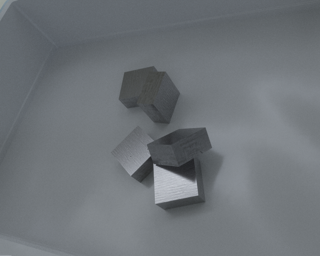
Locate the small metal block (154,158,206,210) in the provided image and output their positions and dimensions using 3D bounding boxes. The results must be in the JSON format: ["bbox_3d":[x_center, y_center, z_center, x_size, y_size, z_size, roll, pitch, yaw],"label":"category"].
[{"bbox_3d":[0.021,0.062,0.356,0.050,0.025,0.050,-16,55,19],"label":"small metal block"}]

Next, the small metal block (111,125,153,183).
[{"bbox_3d":[-0.027,0.033,0.400,0.050,0.025,0.050,-45,51,-3],"label":"small metal block"}]

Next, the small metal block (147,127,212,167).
[{"bbox_3d":[0.022,0.021,0.354,0.050,0.025,0.050,-25,11,-31],"label":"small metal block"}]

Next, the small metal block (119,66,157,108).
[{"bbox_3d":[-0.029,-0.060,0.458,0.050,0.025,0.050,-7,59,24],"label":"small metal block"}]

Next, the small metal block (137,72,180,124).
[{"bbox_3d":[-0.001,-0.040,0.415,0.025,0.050,0.050,6,65,31],"label":"small metal block"}]
